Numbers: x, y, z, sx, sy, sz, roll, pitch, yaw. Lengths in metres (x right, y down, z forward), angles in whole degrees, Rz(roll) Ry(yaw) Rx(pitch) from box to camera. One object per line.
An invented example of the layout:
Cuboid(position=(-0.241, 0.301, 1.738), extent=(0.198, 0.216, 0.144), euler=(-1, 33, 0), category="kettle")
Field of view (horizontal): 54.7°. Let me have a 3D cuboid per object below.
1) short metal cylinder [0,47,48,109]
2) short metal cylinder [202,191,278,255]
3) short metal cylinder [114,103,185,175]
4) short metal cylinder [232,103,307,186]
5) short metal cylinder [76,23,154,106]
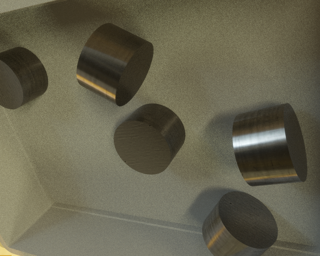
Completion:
Cuboid(position=(-0.216, -0.074, 0.461), extent=(0.080, 0.050, 0.079), euler=(13, 124, 21), category="short metal cylinder")
Cuboid(position=(0.102, 0.130, 0.400), extent=(0.080, 0.080, 0.050), euler=(30, 128, 9), category="short metal cylinder")
Cuboid(position=(-0.013, 0.014, 0.408), extent=(0.080, 0.050, 0.079), euler=(13, 124, 21), category="short metal cylinder")
Cuboid(position=(0.116, 0.018, 0.323), extent=(0.050, 0.080, 0.080), euler=(-14, 112, 34), category="short metal cylinder")
Cuboid(position=(-0.050, -0.072, 0.355), extent=(0.050, 0.080, 0.079), euler=(29, 128, 10), category="short metal cylinder")
